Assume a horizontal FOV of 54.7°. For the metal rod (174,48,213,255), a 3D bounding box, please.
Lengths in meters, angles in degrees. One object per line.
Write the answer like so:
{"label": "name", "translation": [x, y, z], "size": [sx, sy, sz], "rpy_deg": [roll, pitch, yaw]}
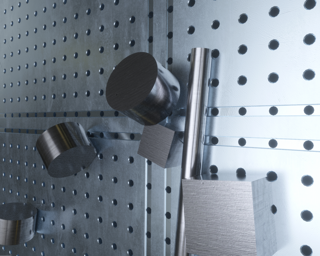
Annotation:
{"label": "metal rod", "translation": [0.038, 0.055, 0.378], "size": [0.025, 0.025, 0.298], "rpy_deg": [8, 95, 40]}

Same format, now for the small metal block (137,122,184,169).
{"label": "small metal block", "translation": [0.002, 0.019, 0.408], "size": [0.050, 0.025, 0.050], "rpy_deg": [24, 105, 37]}

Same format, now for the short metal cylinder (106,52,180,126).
{"label": "short metal cylinder", "translation": [-0.022, -0.049, 0.395], "size": [0.080, 0.050, 0.080], "rpy_deg": [-15, 61, 30]}

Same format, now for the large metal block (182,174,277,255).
{"label": "large metal block", "translation": [0.073, 0.093, 0.333], "size": [0.080, 0.050, 0.080], "rpy_deg": [-6, 86, 40]}

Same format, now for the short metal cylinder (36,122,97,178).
{"label": "short metal cylinder", "translation": [-0.150, 0.036, 0.498], "size": [0.080, 0.081, 0.050], "rpy_deg": [-51, 60, 28]}

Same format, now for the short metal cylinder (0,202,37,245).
{"label": "short metal cylinder", "translation": [-0.289, 0.187, 0.612], "size": [0.080, 0.081, 0.050], "rpy_deg": [16, 101, 39]}
